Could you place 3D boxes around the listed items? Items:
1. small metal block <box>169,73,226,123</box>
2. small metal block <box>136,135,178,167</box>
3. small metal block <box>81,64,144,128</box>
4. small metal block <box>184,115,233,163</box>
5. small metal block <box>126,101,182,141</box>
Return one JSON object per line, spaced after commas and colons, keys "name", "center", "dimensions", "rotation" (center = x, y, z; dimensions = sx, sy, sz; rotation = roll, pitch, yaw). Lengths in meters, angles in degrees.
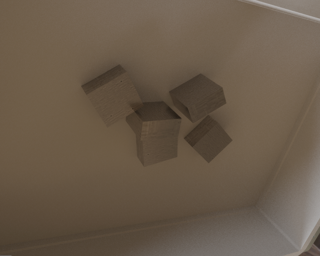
{"name": "small metal block", "center": [0.048, -0.039, 0.396], "dimensions": [0.050, 0.050, 0.025], "rotation": [-31, 129, -9]}
{"name": "small metal block", "center": [-0.004, 0.020, 0.420], "dimensions": [0.050, 0.025, 0.050], "rotation": [-15, 125, -21]}
{"name": "small metal block", "center": [-0.054, -0.037, 0.358], "dimensions": [0.050, 0.025, 0.050], "rotation": [-32, 129, -8]}
{"name": "small metal block", "center": [0.072, 0.017, 0.461], "dimensions": [0.050, 0.025, 0.050], "rotation": [-44, 130, 2]}
{"name": "small metal block", "center": [-0.009, -0.010, 0.383], "dimensions": [0.050, 0.050, 0.025], "rotation": [-5, 121, -26]}
